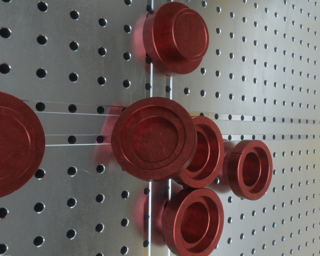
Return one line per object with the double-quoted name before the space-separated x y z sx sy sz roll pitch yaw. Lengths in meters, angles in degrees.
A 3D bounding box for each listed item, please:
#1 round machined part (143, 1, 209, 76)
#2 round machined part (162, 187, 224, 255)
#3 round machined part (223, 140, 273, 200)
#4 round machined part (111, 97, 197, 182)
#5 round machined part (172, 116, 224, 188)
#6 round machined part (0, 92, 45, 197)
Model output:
"round machined part" 0.029 -0.122 0.421 0.099 0.042 0.097 0 90 -40
"round machined part" 0.042 0.130 0.432 0.099 0.042 0.097 0 90 -40
"round machined part" 0.142 0.068 0.516 0.099 0.042 0.097 0 90 -40
"round machined part" -0.005 0.016 0.370 0.042 0.098 0.098 58 48 -68
"round machined part" 0.042 0.032 0.432 0.099 0.042 0.097 0 90 -40
"round machined part" -0.150 0.015 0.272 0.099 0.042 0.097 0 90 -40
